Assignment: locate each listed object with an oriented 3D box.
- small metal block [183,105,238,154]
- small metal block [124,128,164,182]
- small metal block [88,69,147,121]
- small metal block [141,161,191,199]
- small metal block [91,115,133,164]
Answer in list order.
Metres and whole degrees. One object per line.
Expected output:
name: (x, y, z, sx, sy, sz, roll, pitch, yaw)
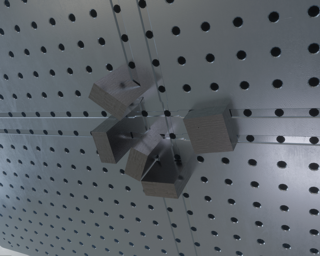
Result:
small metal block: (0.062, 0.003, 0.380, 0.050, 0.025, 0.050, -7, 115, 31)
small metal block: (-0.022, 0.037, 0.430, 0.025, 0.050, 0.050, 27, 128, 12)
small metal block: (-0.054, -0.043, 0.397, 0.050, 0.050, 0.025, 36, 129, 4)
small metal block: (0.009, 0.071, 0.435, 0.050, 0.050, 0.025, -1, 118, 28)
small metal block: (-0.066, 0.015, 0.440, 0.025, 0.050, 0.050, 2, 119, 27)
